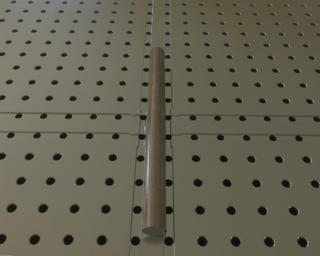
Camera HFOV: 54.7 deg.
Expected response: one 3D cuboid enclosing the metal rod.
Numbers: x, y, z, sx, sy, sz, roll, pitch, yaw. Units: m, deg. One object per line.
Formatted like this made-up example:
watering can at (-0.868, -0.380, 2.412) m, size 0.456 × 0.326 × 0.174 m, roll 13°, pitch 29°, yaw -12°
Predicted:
metal rod at (-0.005, -0.009, 0.415) m, size 0.025 × 0.025 × 0.300 m, roll 0°, pitch 50°, yaw 0°
